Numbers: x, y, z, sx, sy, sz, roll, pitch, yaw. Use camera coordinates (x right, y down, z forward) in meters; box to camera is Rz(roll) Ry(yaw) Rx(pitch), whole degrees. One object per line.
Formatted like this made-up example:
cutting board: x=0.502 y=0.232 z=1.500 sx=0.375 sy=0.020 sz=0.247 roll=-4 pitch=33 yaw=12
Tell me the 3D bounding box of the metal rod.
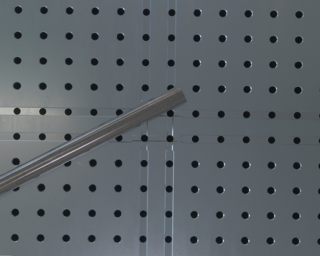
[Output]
metal rod: x=-0.104 y=0.022 z=0.412 sx=0.301 sy=0.025 sz=0.025 roll=-27 pitch=90 yaw=0
